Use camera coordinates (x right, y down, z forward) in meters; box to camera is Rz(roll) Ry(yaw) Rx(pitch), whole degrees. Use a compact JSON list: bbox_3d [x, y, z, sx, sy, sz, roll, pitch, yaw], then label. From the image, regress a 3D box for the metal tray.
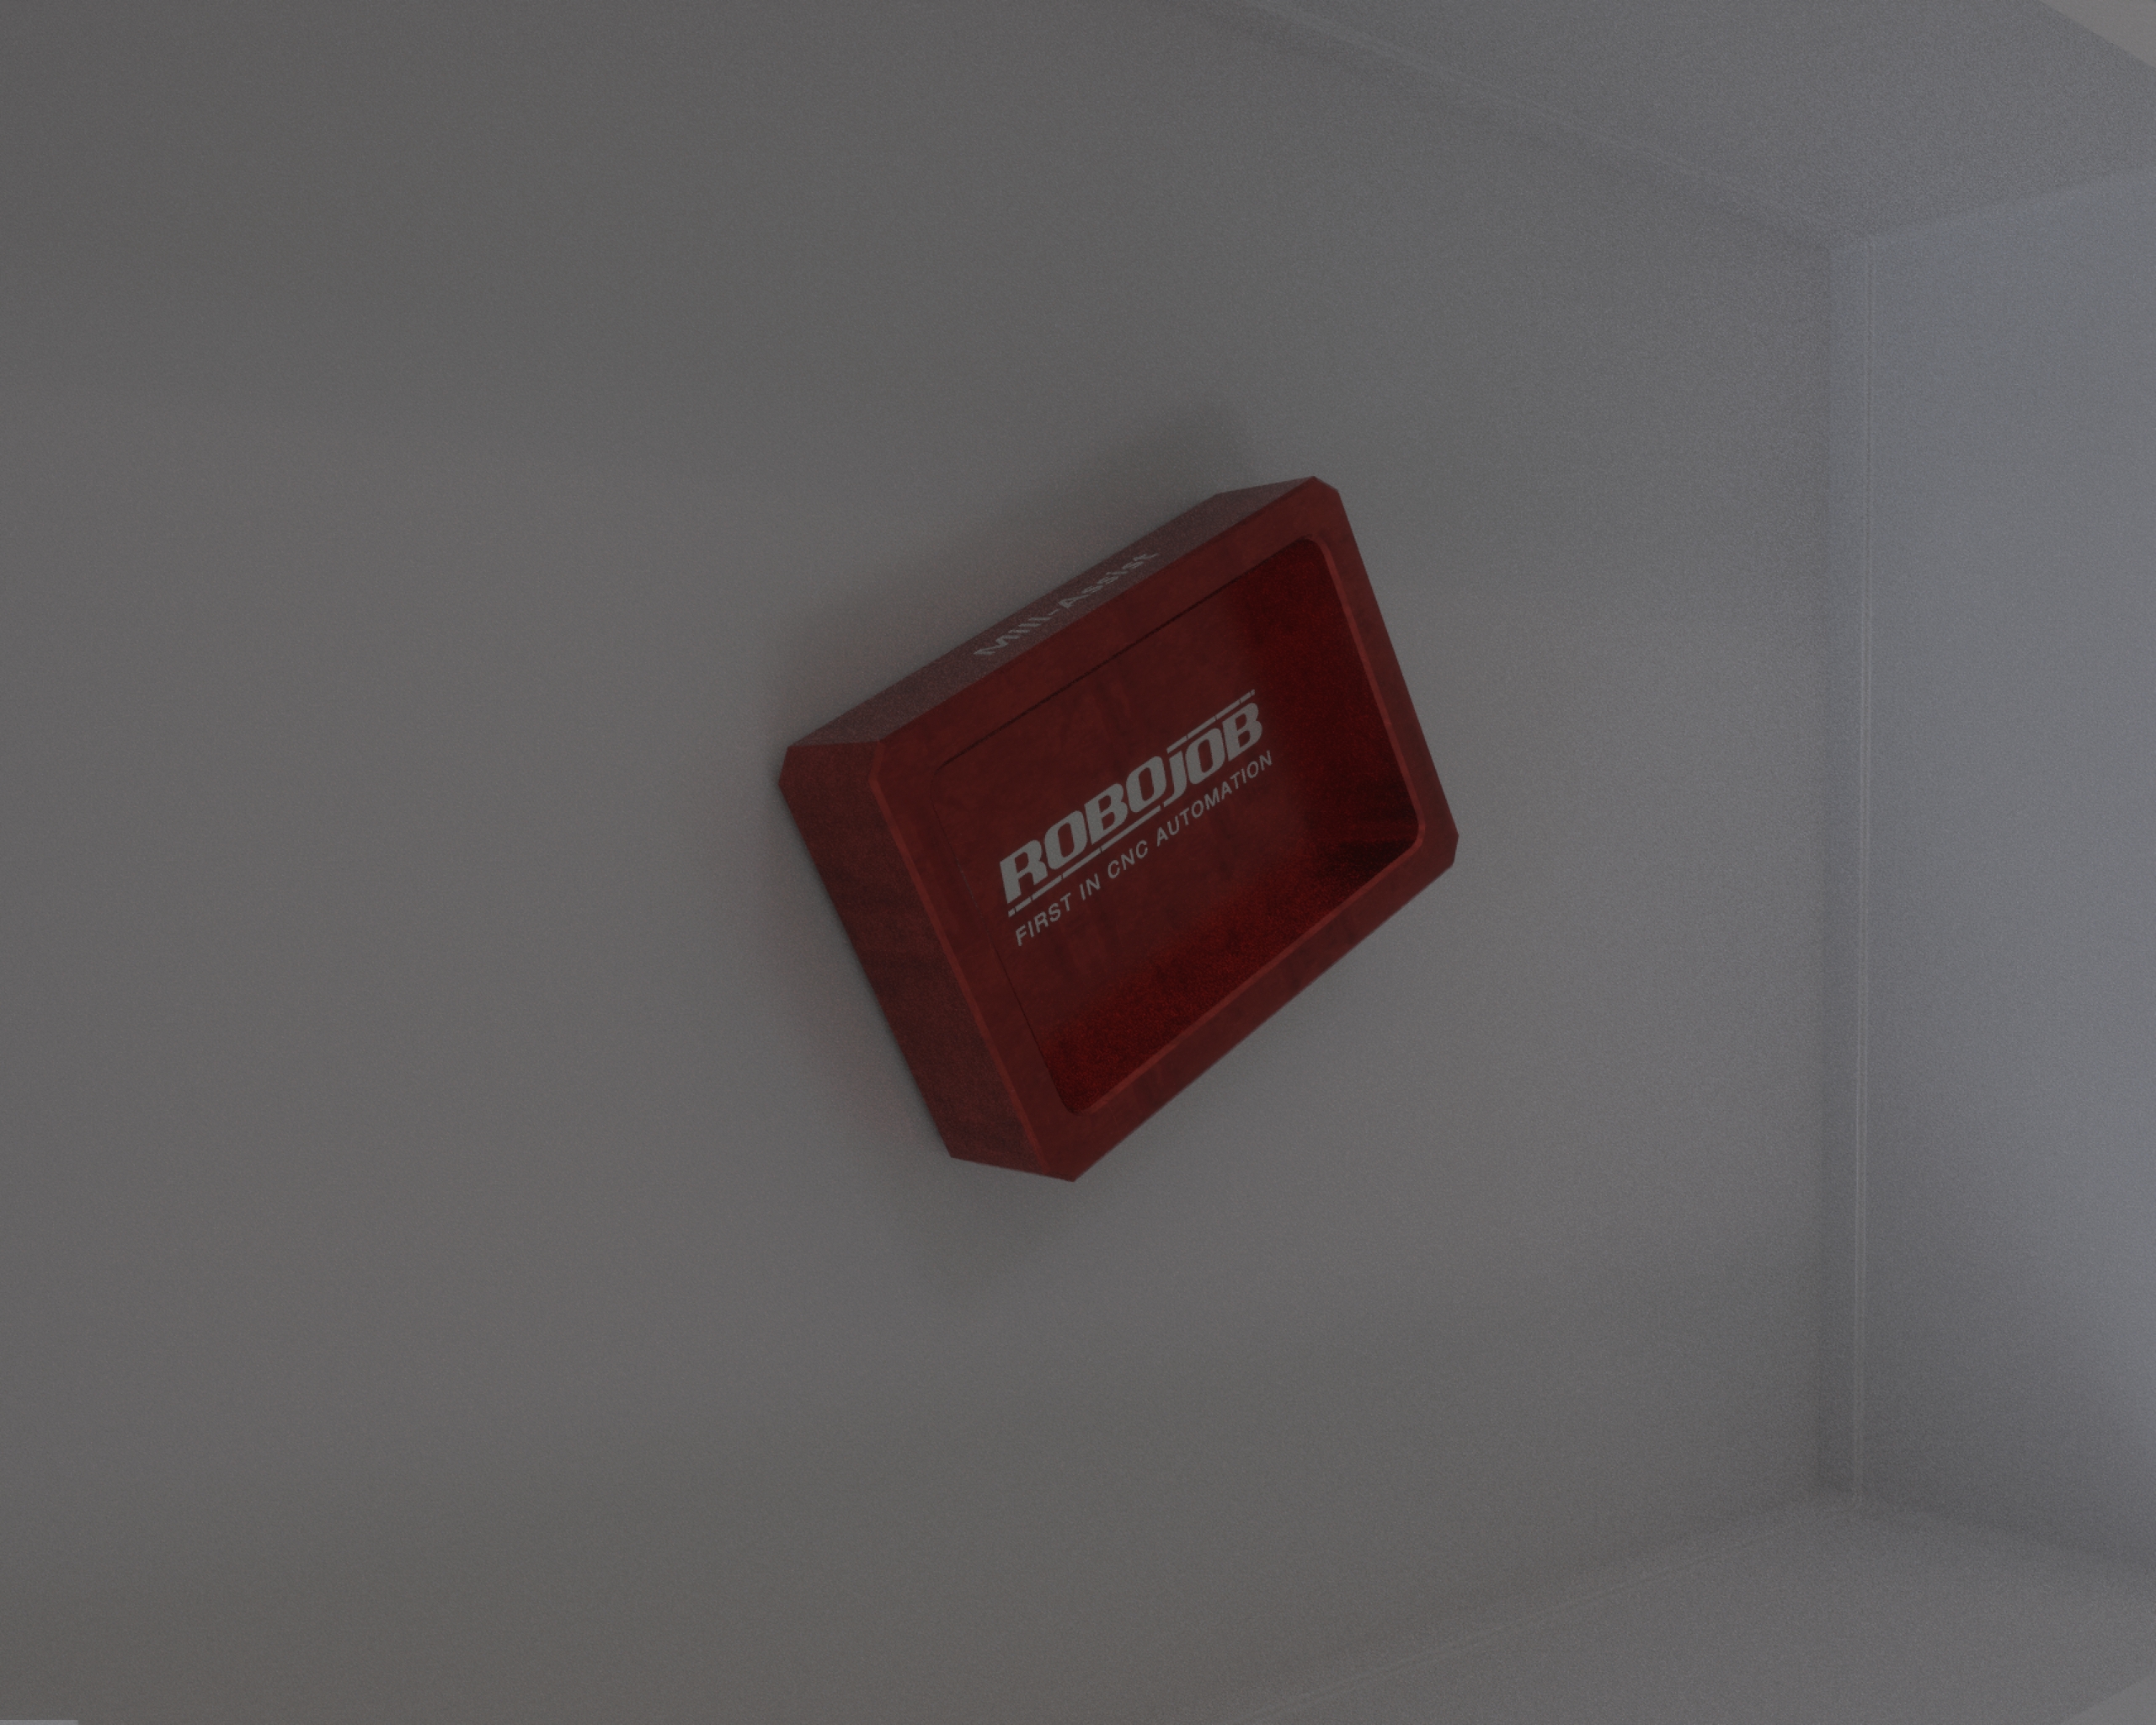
[{"bbox_3d":[0.014,-0.010,0.410,0.131,0.030,0.090,-35,112,-35],"label":"metal tray"}]
